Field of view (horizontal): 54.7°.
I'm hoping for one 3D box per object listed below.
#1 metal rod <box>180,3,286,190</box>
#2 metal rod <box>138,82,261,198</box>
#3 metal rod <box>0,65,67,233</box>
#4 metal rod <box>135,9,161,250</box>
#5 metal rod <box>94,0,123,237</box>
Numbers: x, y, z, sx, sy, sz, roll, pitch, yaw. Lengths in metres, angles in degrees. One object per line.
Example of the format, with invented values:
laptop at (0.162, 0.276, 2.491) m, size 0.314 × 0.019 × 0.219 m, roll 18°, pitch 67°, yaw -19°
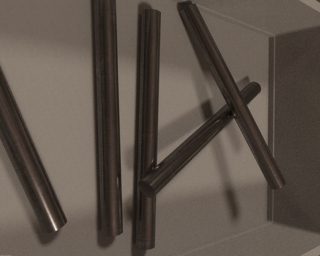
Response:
metal rod at (0.111, -0.042, 0.461) m, size 0.025 × 0.025 × 0.299 m, roll -34°, pitch 99°, yaw -35°
metal rod at (0.076, 0.000, 0.454) m, size 0.302 × 0.025 × 0.025 m, roll -38°, pitch 114°, yaw -40°
metal rod at (-0.151, -0.038, 0.280) m, size 0.025 × 0.025 × 0.298 m, roll -29°, pitch 108°, yaw -37°
metal rod at (-0.015, 0.001, 0.395) m, size 0.025 × 0.025 × 0.298 m, roll 2°, pitch 89°, yaw -40°
metal rod at (-0.060, -0.027, 0.357) m, size 0.025 × 0.025 × 0.298 m, roll -3°, pitch 92°, yaw -40°
